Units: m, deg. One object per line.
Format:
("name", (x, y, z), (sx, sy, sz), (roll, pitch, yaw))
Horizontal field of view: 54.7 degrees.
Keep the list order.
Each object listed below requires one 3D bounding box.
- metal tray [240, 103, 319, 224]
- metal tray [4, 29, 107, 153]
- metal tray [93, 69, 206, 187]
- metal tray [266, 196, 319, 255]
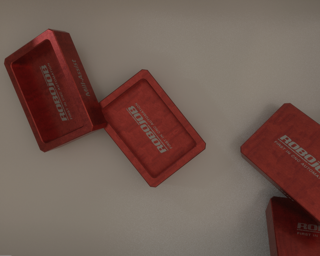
("metal tray", (0.178, 0.042, 0.384), (0.090, 0.030, 0.130), (-45, 65, -1))
("metal tray", (-0.132, -0.044, 0.389), (0.090, 0.030, 0.129), (-22, 90, 25))
("metal tray", (-0.014, 0.000, 0.408), (0.090, 0.030, 0.130), (-38, 91, 0))
("metal tray", (0.202, 0.135, 0.375), (0.131, 0.090, 0.030), (6, 131, 7))
